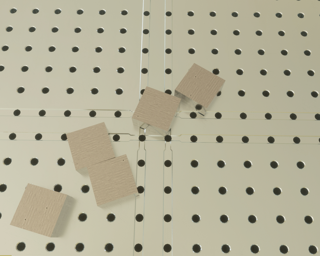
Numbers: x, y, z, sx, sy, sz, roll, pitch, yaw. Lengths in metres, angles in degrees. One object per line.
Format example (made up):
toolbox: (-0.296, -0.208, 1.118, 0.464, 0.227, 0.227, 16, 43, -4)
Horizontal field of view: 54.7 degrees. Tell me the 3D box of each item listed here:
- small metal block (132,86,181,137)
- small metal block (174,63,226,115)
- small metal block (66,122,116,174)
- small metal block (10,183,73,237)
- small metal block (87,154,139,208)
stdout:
small metal block: (-0.004, -0.022, 0.420, 0.050, 0.025, 0.050, 21, 71, 7)
small metal block: (0.055, -0.054, 0.432, 0.050, 0.025, 0.050, 32, 73, 10)
small metal block: (-0.088, 0.026, 0.401, 0.050, 0.025, 0.050, -18, 71, -7)
small metal block: (-0.142, 0.099, 0.374, 0.050, 0.025, 0.050, 15, 71, 5)
small metal block: (-0.058, 0.066, 0.387, 0.050, 0.025, 0.050, -18, 71, -7)
